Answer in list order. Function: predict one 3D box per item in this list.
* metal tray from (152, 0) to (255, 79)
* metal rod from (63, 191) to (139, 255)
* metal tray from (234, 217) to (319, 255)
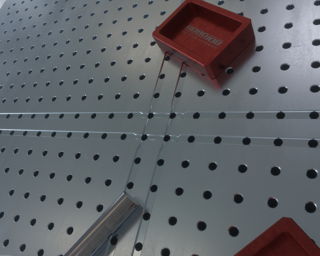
[{"bbox_3d":[0.060,-0.137,0.457,0.090,0.030,0.130,-45,51,-4],"label":"metal tray"},{"bbox_3d":[-0.137,0.194,0.361,0.300,0.025,0.025,-47,51,-5],"label":"metal rod"},{"bbox_3d":[0.091,0.152,0.263,0.130,0.030,0.090,-39,51,1],"label":"metal tray"}]
